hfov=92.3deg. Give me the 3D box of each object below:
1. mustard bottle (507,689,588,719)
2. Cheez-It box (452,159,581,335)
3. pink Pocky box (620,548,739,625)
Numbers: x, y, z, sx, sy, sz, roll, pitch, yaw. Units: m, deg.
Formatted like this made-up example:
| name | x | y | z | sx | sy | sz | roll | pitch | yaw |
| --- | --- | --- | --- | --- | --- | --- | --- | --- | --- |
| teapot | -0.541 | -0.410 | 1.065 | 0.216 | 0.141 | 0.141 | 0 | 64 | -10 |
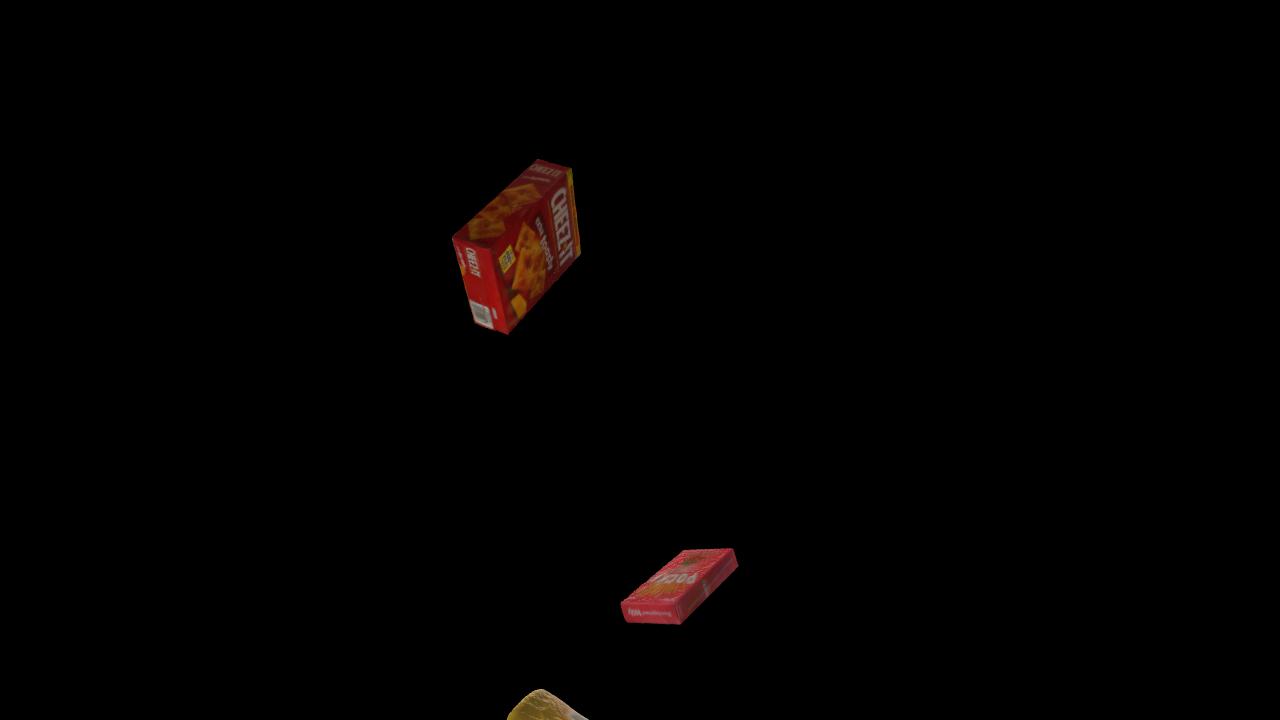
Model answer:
| name | x | y | z | sx | sy | sz | roll | pitch | yaw |
| --- | --- | --- | --- | --- | --- | --- | --- | --- | --- |
| mustard bottle | -0.006 | 0.293 | 0.415 | 0.184 | 0.054 | 0.092 | 22 | -26 | 16 |
| Cheez-It box | -0.175 | -0.172 | 0.927 | 0.071 | 0.166 | 0.223 | 20 | 51 | 17 |
| pink Pocky box | 0.053 | 0.283 | 0.780 | 0.084 | 0.029 | 0.155 | -16 | 1 | 36 |
